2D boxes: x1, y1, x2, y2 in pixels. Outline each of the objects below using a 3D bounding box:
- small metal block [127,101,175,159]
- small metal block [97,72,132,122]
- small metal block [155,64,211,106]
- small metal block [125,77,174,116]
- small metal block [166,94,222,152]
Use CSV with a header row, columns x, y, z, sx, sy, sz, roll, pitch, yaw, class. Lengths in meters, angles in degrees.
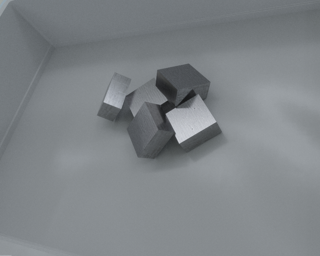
x,y,z,sx,sy,sz,roll,pitch,yaw,class
-0.013,0.003,0.392,0.050,0.025,0.050,-54,44,31,small metal block
-0.067,-0.044,0.446,0.050,0.025,0.050,138,151,-61,small metal block
0.029,-0.058,0.408,0.050,0.025,0.050,-17,46,-26,small metal block
-0.015,-0.034,0.431,0.050,0.025,0.050,-33,52,6,small metal block
0.041,-0.006,0.385,0.050,0.025,0.050,-31,52,7,small metal block
